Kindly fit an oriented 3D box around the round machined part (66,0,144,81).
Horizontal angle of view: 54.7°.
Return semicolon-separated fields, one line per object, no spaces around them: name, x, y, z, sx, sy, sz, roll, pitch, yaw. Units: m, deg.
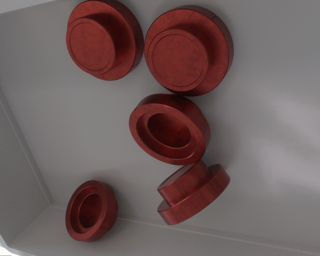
round machined part;-0.072;-0.102;0.373;0.098;0.042;0.097;13;124;21

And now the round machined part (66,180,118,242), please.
round machined part;-0.109;0.140;0.519;0.098;0.098;0.042;-14;149;34

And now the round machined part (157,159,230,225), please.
round machined part;0.036;0.073;0.389;0.098;0.099;0.042;-37;88;39

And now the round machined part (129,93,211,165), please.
round machined part;0.015;-0.003;0.380;0.098;0.042;0.097;17;137;16

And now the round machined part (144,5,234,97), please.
round machined part;0.026;-0.078;0.335;0.098;0.042;0.097;13;124;21
